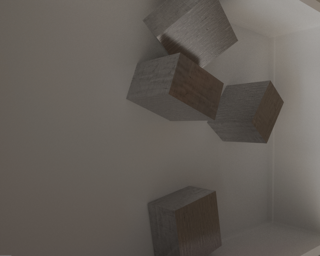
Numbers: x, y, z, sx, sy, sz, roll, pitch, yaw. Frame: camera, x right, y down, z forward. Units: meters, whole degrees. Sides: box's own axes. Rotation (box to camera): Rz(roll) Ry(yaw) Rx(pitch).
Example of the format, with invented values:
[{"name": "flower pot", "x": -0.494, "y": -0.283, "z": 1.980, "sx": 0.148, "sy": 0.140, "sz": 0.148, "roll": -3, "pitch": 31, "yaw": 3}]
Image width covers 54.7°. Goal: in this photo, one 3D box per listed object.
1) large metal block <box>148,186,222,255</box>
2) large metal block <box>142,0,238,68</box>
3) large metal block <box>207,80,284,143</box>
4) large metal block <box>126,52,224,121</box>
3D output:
[{"name": "large metal block", "x": 0.035, "y": 0.132, "z": 0.421, "sx": 0.081, "sy": 0.050, "sz": 0.079, "roll": -13, "pitch": 98, "yaw": -41}, {"name": "large metal block", "x": 0.039, "y": -0.123, "z": 0.390, "sx": 0.080, "sy": 0.050, "sz": 0.080, "roll": -38, "pitch": 136, "yaw": 8}, {"name": "large metal block", "x": 0.134, "y": -0.024, "z": 0.486, "sx": 0.050, "sy": 0.080, "sz": 0.080, "roll": 46, "pitch": 63, "yaw": -31}, {"name": "large metal block", "x": 0.019, "y": -0.046, "z": 0.388, "sx": 0.080, "sy": 0.080, "sz": 0.050, "roll": 25, "pitch": 74, "yaw": -38}]
